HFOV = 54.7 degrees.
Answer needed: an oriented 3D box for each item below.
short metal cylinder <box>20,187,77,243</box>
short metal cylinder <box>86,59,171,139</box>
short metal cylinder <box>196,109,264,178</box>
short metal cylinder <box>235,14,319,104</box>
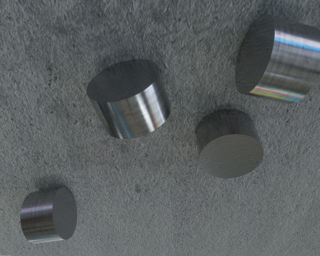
[{"bbox_3d":[-0.171,0.136,0.485,0.050,0.080,0.080,-10,130,8],"label":"short metal cylinder"},{"bbox_3d":[-0.033,-0.033,0.342,0.080,0.080,0.050,-12,129,9],"label":"short metal cylinder"},{"bbox_3d":[0.090,0.021,0.410,0.081,0.050,0.079,0,130,0],"label":"short metal cylinder"},{"bbox_3d":[0.117,-0.068,0.314,0.050,0.080,0.079,11,129,-9],"label":"short metal cylinder"}]
